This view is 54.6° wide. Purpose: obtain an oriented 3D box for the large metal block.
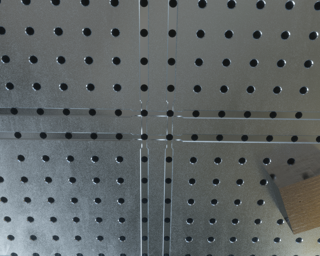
[{"bbox_3d":[0.207,0.091,0.435,0.080,0.050,0.080,-21,109,7],"label":"large metal block"}]
